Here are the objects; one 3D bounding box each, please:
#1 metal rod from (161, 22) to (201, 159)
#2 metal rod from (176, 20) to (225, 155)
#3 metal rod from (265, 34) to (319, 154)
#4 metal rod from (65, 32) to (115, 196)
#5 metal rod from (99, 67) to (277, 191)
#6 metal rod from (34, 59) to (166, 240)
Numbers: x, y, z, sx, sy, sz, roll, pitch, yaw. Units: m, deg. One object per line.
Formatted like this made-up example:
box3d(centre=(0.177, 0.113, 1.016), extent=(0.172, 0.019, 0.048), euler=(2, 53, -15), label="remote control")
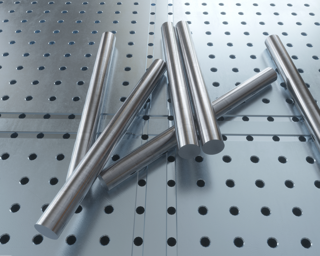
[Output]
box3d(centre=(0.023, -0.077, 0.451), extent=(0.025, 0.025, 0.300), euler=(-3, 44, -2), label="metal rod")
box3d(centre=(0.050, -0.081, 0.453), extent=(0.025, 0.025, 0.300), euler=(-3, 43, -2), label="metal rod")
box3d(centre=(0.205, -0.036, 0.439), extent=(0.025, 0.025, 0.300), euler=(-3, 50, -3), label="metal rod")
box3d(centre=(-0.092, -0.042, 0.442), extent=(0.025, 0.025, 0.300), euler=(1, 50, 1), label="metal rod")
box3d(centre=(0.052, -0.010, 0.416), extent=(0.302, 0.025, 0.025), euler=(-31, 57, -24), label="metal rod")
box3d(centre=(-0.053, -0.001, 0.389), extent=(0.025, 0.025, 0.301), euler=(16, 46, 13), label="metal rod")
